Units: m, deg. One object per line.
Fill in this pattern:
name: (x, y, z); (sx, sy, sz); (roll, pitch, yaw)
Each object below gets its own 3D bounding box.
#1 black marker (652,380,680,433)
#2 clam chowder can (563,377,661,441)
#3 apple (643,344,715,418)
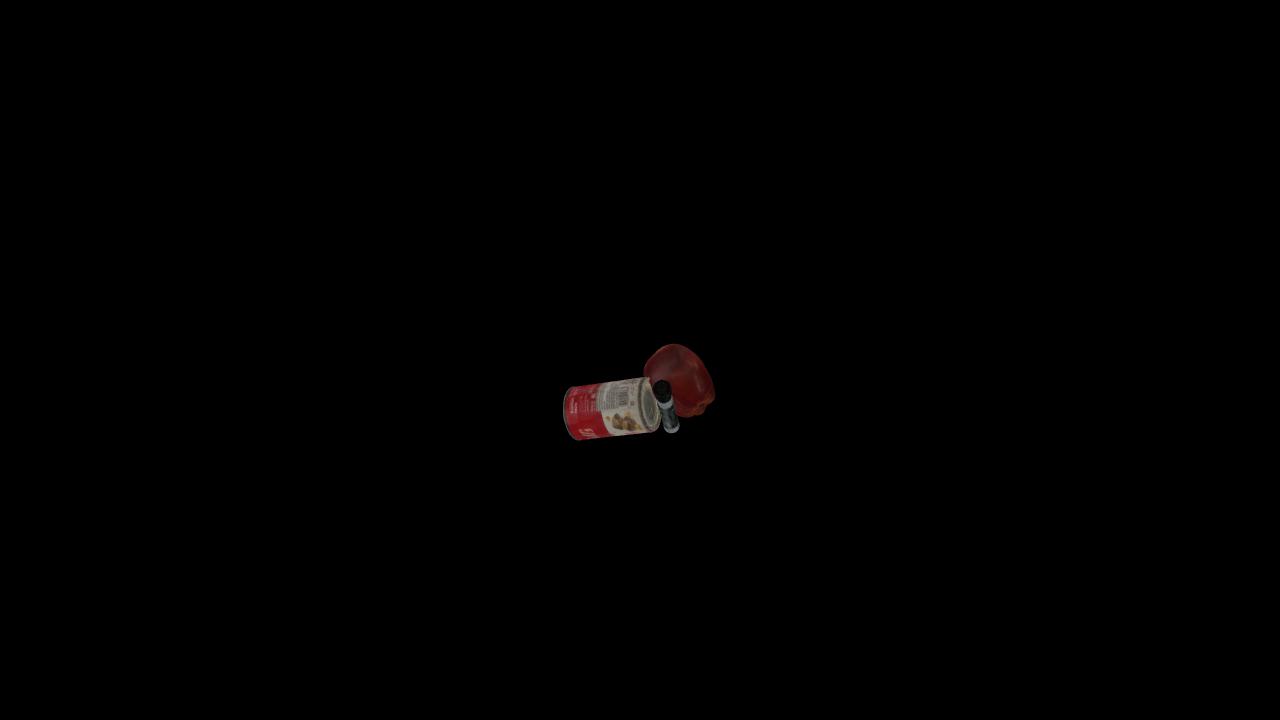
black marker: (0.029, 0.051, 0.662); (0.020, 0.020, 0.121); (0, -25, 9)
clam chowder can: (-0.032, 0.059, 0.743); (0.102, 0.068, 0.068); (-9, -3, 21)
apple: (0.048, 0.024, 0.749); (0.079, 0.093, 0.079); (-27, -30, -17)
